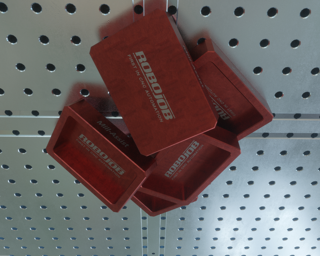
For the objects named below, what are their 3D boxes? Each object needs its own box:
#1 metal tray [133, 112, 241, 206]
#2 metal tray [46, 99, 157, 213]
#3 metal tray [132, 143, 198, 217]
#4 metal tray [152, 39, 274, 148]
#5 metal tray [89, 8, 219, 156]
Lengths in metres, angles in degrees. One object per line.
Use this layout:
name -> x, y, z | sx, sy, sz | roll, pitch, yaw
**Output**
metal tray -> 0.031, 0.046, 0.408 | 0.091, 0.030, 0.129 | 23, 126, -19
metal tray -> -0.078, 0.037, 0.398 | 0.130, 0.030, 0.089 | 40, 124, 6
metal tray -> -0.011, 0.081, 0.477 | 0.090, 0.030, 0.130 | -26, 126, 20
metal tray -> 0.065, -0.033, 0.381 | 0.090, 0.030, 0.130 | -36, 122, 26
metal tray -> -0.005, -0.045, 0.330 | 0.090, 0.030, 0.129 | -24, 96, 18
